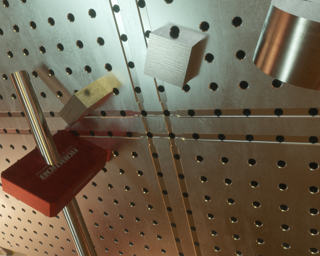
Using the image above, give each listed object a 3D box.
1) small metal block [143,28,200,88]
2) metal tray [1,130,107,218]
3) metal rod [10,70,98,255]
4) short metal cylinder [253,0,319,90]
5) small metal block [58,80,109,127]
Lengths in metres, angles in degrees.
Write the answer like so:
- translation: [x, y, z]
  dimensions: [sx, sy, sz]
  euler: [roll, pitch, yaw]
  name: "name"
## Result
- translation: [0.012, -0.080, 0.355]
  dimensions: [0.050, 0.025, 0.050]
  euler: [22, 127, 14]
  name: "small metal block"
- translation: [-0.151, 0.061, 0.461]
  dimensions: [0.090, 0.131, 0.030]
  euler: [25, 127, 13]
  name: "metal tray"
- translation: [-0.155, 0.059, 0.456]
  dimensions: [0.025, 0.025, 0.299]
  euler: [-21, 90, 36]
  name: "metal rod"
- translation: [0.126, -0.073, 0.264]
  dimensions: [0.080, 0.080, 0.050]
  euler: [21, 126, 16]
  name: "short metal cylinder"
- translation: [-0.106, -0.034, 0.430]
  dimensions: [0.025, 0.050, 0.050]
  euler: [47, 129, -5]
  name: "small metal block"
